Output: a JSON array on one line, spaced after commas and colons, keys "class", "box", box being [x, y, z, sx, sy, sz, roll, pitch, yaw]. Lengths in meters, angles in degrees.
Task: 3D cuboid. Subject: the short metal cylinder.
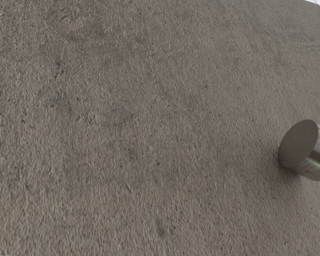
[{"class": "short metal cylinder", "box": [0.228, 0.034, 0.470, 0.050, 0.080, 0.080, 28, 52, -11]}]
